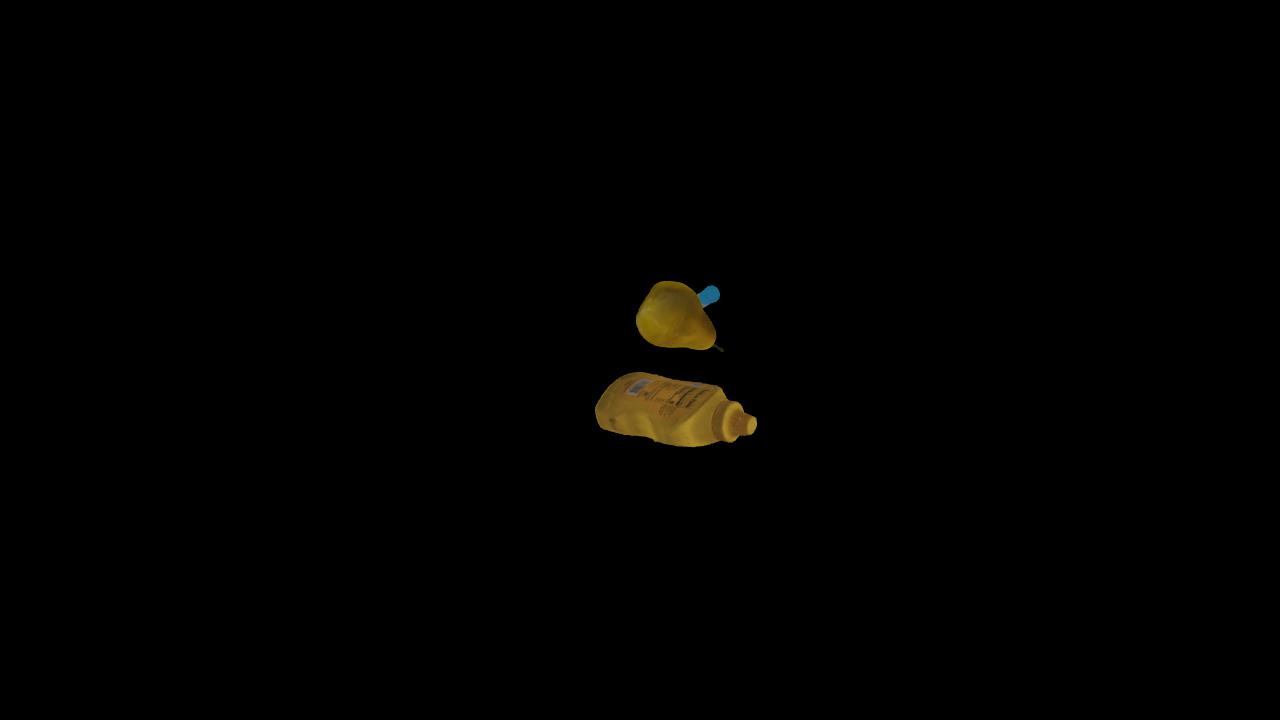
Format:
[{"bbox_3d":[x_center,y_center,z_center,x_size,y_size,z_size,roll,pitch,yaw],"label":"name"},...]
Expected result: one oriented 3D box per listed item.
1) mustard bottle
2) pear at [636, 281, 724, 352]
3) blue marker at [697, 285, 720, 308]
[{"bbox_3d":[0.044,0.055,0.664,0.184,0.054,0.092,7,28,41],"label":"mustard bottle"},{"bbox_3d":[0.052,-0.038,0.695,0.111,0.080,0.080,29,-2,-4],"label":"pear"},{"bbox_3d":[0.067,-0.067,0.719,0.020,0.020,0.121,0,-5,-12],"label":"blue marker"}]
